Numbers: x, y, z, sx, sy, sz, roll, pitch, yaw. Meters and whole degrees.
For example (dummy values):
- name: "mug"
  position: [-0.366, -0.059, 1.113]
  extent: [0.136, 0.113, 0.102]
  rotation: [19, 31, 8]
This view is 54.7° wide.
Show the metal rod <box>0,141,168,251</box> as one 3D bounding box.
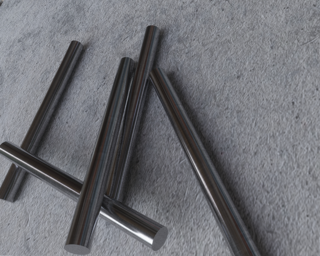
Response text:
- name: "metal rod"
  position: [-0.117, 0.070, 0.389]
  extent: [0.300, 0.025, 0.025]
  rotation: [18, 71, 35]

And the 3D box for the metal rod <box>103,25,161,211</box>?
- name: "metal rod"
  position: [-0.036, -0.028, 0.439]
  extent: [0.025, 0.025, 0.300]
  rotation: [-4, 60, 26]

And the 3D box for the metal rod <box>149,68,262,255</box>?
- name: "metal rod"
  position: [0.043, 0.030, 0.362]
  extent: [0.025, 0.025, 0.300]
  rotation: [-30, 52, 9]

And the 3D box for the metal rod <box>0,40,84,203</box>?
- name: "metal rod"
  position: [-0.193, -0.024, 0.520]
  extent: [0.025, 0.025, 0.300]
  rotation: [2, 62, 29]

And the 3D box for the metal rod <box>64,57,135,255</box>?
- name: "metal rod"
  position: [-0.065, 0.006, 0.394]
  extent: [0.025, 0.025, 0.300]
  rotation: [-14, 43, 21]
